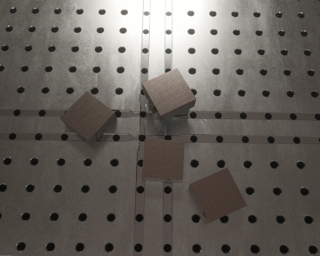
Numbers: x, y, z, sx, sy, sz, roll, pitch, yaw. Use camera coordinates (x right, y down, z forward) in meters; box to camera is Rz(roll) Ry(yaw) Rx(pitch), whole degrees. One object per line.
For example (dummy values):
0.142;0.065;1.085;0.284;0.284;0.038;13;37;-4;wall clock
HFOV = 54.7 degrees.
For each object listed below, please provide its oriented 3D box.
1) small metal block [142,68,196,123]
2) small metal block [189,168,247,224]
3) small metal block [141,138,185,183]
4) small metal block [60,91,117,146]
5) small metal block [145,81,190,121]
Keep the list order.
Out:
0.011;-0.042;0.401;0.050;0.025;0.050;-26;73;-10;small metal block
0.070;0.084;0.382;0.050;0.025;0.050;-22;72;-8;small metal block
0.004;0.042;0.396;0.050;0.025;0.050;4;70;1;small metal block
-0.095;-0.013;0.415;0.050;0.025;0.050;37;74;12;small metal block
0.010;-0.042;0.427;0.050;0.025;0.050;-12;71;-5;small metal block
